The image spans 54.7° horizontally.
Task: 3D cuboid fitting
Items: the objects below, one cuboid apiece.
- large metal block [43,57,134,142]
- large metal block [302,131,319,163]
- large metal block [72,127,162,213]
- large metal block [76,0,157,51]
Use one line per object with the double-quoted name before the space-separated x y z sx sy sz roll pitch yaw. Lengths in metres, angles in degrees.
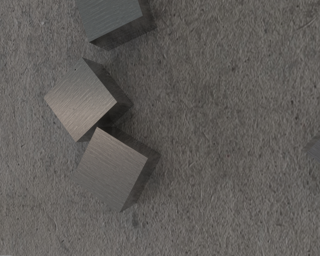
"large metal block" -0.098 -0.037 0.430 0.080 0.050 0.080 -42 77 15
"large metal block" 0.211 0.020 0.321 0.080 0.050 0.080 41 103 15
"large metal block" -0.057 0.052 0.416 0.080 0.050 0.080 30 100 17
"large metal block" -0.060 -0.162 0.417 0.080 0.050 0.080 -20 84 19
